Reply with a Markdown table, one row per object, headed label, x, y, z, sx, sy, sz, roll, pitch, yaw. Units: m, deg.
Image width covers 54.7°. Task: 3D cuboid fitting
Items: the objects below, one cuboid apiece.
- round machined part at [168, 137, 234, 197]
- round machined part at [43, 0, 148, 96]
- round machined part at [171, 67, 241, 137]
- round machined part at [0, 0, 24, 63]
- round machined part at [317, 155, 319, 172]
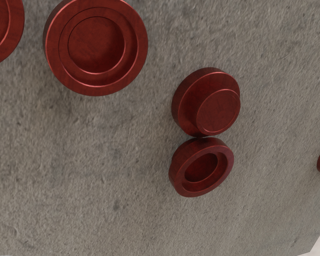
| label | x | y | z | sx | sy | sz | roll | pitch | yaw |
| --- | --- | --- | --- | --- | --- | --- | --- | --- | --- |
| round machined part | 0.056 | 0.053 | 0.457 | 0.099 | 0.042 | 0.097 | -16 | 130 | -19 |
| round machined part | -0.065 | -0.084 | 0.309 | 0.099 | 0.042 | 0.097 | -14 | 125 | -21 |
| round machined part | 0.069 | -0.029 | 0.418 | 0.099 | 0.042 | 0.097 | -14 | 124 | -21 |
| round machined part | -0.163 | -0.097 | 0.246 | 0.099 | 0.042 | 0.097 | -14 | 125 | -21 |
| round machined part | 0.384 | 0.066 | 0.651 | 0.099 | 0.042 | 0.097 | -14 | 125 | -21 |
